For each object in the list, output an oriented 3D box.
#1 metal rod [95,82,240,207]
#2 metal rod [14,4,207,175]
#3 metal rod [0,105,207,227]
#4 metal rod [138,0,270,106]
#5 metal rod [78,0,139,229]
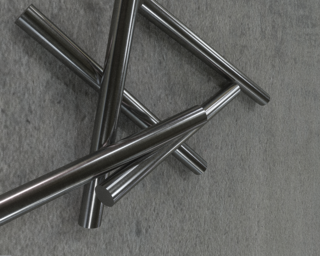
[{"bbox_3d":[0.033,0.001,0.404,0.302,0.025,0.025,-37,113,-44],"label":"metal rod"},{"bbox_3d":[-0.036,-0.026,0.376,0.300,0.025,0.025,41,65,-32],"label":"metal rod"},{"bbox_3d":[-0.077,0.043,0.300,0.302,0.025,0.025,-25,107,-25],"label":"metal rod"},{"bbox_3d":[0.083,-0.105,0.476,0.301,0.025,0.025,26,74,-37],"label":"metal rod"},{"bbox_3d":[-0.051,-0.041,0.331,0.025,0.025,0.298,7,96,-40],"label":"metal rod"}]
